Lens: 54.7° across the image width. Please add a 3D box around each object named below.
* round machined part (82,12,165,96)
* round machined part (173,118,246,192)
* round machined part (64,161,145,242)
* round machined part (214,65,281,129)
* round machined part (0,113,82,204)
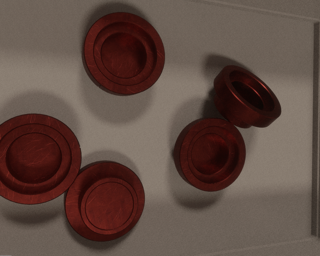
[{"bbox_3d":[-0.047,-0.088,0.385,0.099,0.042,0.097,0,90,-21],"label":"round machined part"},{"bbox_3d":[0.064,0.034,0.425,0.099,0.042,0.097,-1,93,-19],"label":"round machined part"},{"bbox_3d":[-0.065,0.090,0.378,0.099,0.042,0.097,0,90,-21],"label":"round machined part"},{"bbox_3d":[0.114,-0.038,0.428,0.099,0.042,0.098,21,42,-20],"label":"round machined part"},{"bbox_3d":[-0.141,0.033,0.350,0.099,0.042,0.097,0,90,-21],"label":"round machined part"}]
